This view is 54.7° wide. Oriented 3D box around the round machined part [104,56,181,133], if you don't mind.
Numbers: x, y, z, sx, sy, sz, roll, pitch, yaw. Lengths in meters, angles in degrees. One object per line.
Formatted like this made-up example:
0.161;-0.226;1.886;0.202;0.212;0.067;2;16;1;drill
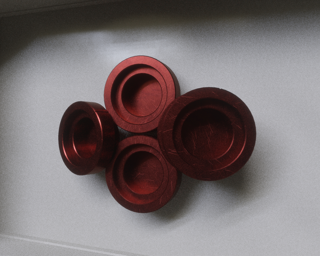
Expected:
-0.020;-0.042;0.406;0.098;0.042;0.097;0;90;20;round machined part

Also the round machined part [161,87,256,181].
0.050;0.006;0.341;0.099;0.042;0.097;0;90;-2;round machined part

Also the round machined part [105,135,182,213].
-0.018;0.057;0.405;0.098;0.042;0.097;0;90;20;round machined part

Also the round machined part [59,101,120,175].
-0.093;0.013;0.422;0.098;0.042;0.097;0;89;40;round machined part

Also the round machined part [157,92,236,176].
0.046;0.006;0.372;0.099;0.042;0.097;0;89;-3;round machined part
